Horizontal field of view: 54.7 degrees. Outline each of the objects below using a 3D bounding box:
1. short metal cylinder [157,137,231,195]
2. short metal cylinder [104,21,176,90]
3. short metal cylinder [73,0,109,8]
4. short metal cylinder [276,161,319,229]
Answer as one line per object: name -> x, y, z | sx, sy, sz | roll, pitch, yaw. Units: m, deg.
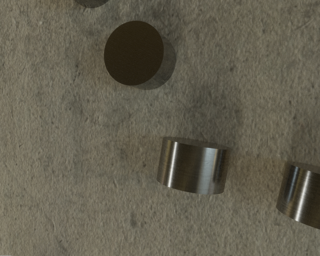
short metal cylinder -> 0.040, 0.042, 0.365 | 0.080, 0.080, 0.050 | 10, 94, 19
short metal cylinder -> -0.025, -0.092, 0.404 | 0.080, 0.050, 0.079 | 0, 90, 19
short metal cylinder -> -0.105, -0.216, 0.431 | 0.080, 0.050, 0.079 | 0, 90, 19
short metal cylinder -> 0.168, 0.070, 0.321 | 0.080, 0.080, 0.050 | 14, 95, 19
